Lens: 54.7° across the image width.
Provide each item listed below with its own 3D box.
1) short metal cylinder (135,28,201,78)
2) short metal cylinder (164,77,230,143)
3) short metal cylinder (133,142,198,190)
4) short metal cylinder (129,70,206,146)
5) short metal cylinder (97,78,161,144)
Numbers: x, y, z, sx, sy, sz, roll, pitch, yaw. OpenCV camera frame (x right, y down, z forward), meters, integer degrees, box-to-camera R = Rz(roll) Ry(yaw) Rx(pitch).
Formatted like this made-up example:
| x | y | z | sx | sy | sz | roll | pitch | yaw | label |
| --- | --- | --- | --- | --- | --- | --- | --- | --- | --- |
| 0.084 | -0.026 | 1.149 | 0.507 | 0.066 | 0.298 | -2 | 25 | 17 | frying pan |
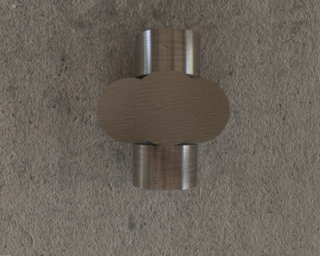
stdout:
| x | y | z | sx | sy | sz | roll | pitch | yaw | label |
| --- | --- | --- | --- | --- | --- | --- | --- | --- | --- |
| 0.010 | -0.086 | 0.384 | 0.081 | 0.080 | 0.050 | 0 | 90 | -1 | short metal cylinder |
| 0.044 | -0.022 | 0.399 | 0.081 | 0.050 | 0.079 | 0 | 90 | -1 | short metal cylinder |
| 0.006 | 0.044 | 0.384 | 0.081 | 0.080 | 0.050 | 0 | 90 | -1 | short metal cylinder |
| 0.008 | -0.021 | 0.348 | 0.081 | 0.050 | 0.079 | 0 | 90 | -1 | short metal cylinder |
| -0.036 | -0.021 | 0.398 | 0.081 | 0.050 | 0.079 | 0 | 90 | -1 | short metal cylinder |
